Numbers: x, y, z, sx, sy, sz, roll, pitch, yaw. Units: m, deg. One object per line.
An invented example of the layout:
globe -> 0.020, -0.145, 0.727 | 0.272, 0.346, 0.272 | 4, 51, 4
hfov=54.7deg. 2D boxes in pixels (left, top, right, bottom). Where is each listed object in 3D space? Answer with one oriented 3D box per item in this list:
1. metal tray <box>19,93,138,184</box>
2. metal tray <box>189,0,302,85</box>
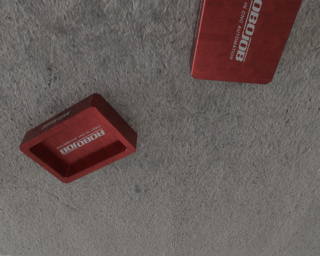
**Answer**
metal tray -> -0.108, 0.019, 0.418 | 0.130, 0.030, 0.090 | -26, 126, 20
metal tray -> 0.084, -0.109, 0.312 | 0.091, 0.030, 0.129 | 4, 130, -4
